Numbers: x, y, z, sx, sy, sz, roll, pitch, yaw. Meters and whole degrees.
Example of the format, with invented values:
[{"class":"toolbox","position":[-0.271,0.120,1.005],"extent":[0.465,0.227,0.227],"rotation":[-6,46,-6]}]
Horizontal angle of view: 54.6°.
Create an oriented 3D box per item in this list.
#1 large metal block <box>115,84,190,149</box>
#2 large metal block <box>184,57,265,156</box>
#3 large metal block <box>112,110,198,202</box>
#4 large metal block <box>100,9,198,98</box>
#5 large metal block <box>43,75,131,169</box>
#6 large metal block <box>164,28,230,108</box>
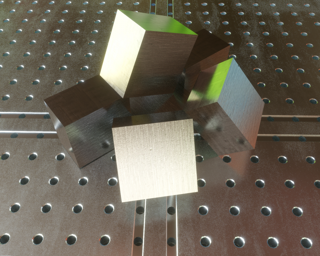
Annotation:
[{"class":"large metal block","position":[-0.007,-0.024,0.413],"extent":[0.080,0.050,0.080],"rotation":[-32,57,-24]},{"class":"large metal block","position":[0.082,-0.025,0.384],"extent":[0.050,0.080,0.080],"rotation":[-17,36,42]},{"class":"large metal block","position":[-0.006,0.028,0.339],"extent":[0.080,0.080,0.050],"rotation":[-7,14,-6]},{"class":"large metal block","position":[-0.014,-0.085,0.362],"extent":[0.081,0.079,0.050],"rotation":[-12,46,-43]},{"class":"large metal block","position":[-0.082,-0.010,0.378],"extent":[0.080,0.080,0.050],"rotation":[-31,57,-23]},{"class":"large metal block","position":[0.047,-0.081,0.441],"extent":[0.080,0.080,0.050],"rotation":[-32,57,-24]}]
